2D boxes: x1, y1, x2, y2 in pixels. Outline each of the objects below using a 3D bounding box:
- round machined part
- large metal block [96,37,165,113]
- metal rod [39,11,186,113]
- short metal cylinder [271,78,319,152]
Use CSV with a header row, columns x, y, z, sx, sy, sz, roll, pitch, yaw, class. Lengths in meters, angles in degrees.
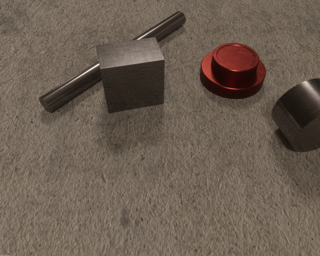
x,y,z,sx,sy,sz,roll,pitch,yaw,class
0.112,-0.093,0.472,0.099,0.042,0.098,0,50,0,round machined part
-0.039,-0.072,0.427,0.081,0.080,0.050,-11,51,-9,large metal block
-0.060,-0.118,0.501,0.025,0.025,0.302,34,57,24,metal rod
0.188,-0.014,0.382,0.081,0.080,0.050,-12,51,-11,short metal cylinder
